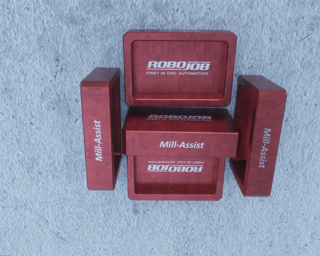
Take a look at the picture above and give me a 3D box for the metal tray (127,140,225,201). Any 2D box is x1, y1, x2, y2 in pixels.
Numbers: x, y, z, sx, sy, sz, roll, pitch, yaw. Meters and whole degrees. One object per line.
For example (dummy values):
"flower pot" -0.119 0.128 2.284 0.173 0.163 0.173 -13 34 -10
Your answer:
"metal tray" 0.021 0.054 0.430 0.131 0.030 0.089 1 109 -1

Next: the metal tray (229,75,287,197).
"metal tray" 0.114 0.007 0.380 0.030 0.090 0.129 1 110 0

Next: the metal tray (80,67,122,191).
"metal tray" -0.067 -0.002 0.375 0.030 0.090 0.129 1 111 -1

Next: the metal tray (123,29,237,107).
"metal tray" 0.023 -0.073 0.382 0.131 0.030 0.089 0 113 -1

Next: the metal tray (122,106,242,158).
"metal tray" 0.024 0.002 0.379 0.131 0.090 0.030 1 111 -1
